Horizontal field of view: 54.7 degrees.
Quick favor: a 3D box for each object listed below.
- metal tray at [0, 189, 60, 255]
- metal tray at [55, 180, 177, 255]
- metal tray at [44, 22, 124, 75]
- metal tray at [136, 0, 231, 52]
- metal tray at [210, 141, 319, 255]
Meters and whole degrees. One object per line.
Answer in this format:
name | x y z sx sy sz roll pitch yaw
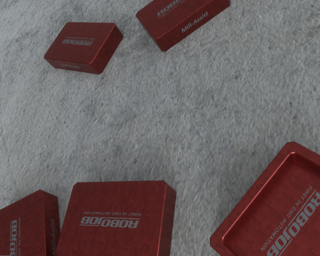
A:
metal tray | -0.172 0.155 0.394 0.090 0.030 0.130 -27 52 10
metal tray | -0.051 0.109 0.359 0.130 0.030 0.090 -6 59 24
metal tray | -0.140 -0.148 0.563 0.130 0.030 0.090 14 69 33
metal tray | 0.035 -0.191 0.499 0.130 0.030 0.090 -35 52 5
metal tray | 0.121 0.086 0.283 0.130 0.030 0.090 -49 52 -7
